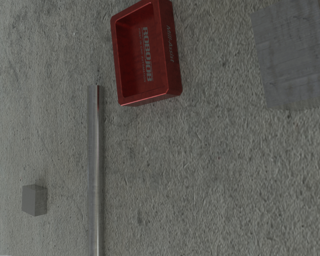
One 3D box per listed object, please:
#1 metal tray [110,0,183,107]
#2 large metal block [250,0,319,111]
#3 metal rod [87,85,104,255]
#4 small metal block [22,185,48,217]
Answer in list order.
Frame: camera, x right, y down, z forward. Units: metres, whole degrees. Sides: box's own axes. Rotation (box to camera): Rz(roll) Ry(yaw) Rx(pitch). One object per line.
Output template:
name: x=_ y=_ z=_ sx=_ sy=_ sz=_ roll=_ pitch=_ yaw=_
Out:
metal tray: x=-0.021 y=-0.100 z=0.418 sx=0.090 sy=0.030 sz=0.129 roll=-11 pitch=83 yaw=39
large metal block: x=0.125 y=-0.060 z=0.266 sx=0.050 sy=0.081 sz=0.080 roll=-13 pitch=82 yaw=39
metal rod: x=-0.102 y=0.083 z=0.488 sx=0.025 sy=0.025 sz=0.298 roll=0 pitch=90 yaw=40
small metal block: x=-0.247 y=0.141 z=0.609 sx=0.050 sy=0.025 sz=0.050 roll=4 pitch=93 yaw=40
